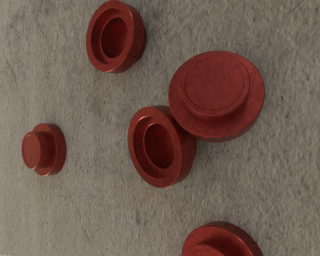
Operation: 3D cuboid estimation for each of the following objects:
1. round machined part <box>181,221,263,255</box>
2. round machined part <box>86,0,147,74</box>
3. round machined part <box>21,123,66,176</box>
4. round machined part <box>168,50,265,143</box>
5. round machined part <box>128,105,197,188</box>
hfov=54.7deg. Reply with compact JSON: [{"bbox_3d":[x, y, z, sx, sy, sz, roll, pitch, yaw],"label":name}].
[{"bbox_3d":[0.063,0.157,0.341,0.098,0.042,0.097,0,90,39],"label":"round machined part"},{"bbox_3d":[-0.058,-0.126,0.439,0.098,0.042,0.097,0,90,39],"label":"round machined part"},{"bbox_3d":[-0.219,0.040,0.571,0.098,0.042,0.097,0,90,39],"label":"round machined part"},{"bbox_3d":[0.056,-0.037,0.318,0.098,0.042,0.098,-4,72,11],"label":"round machined part"},{"bbox_3d":[0.006,0.020,0.378,0.098,0.042,0.097,15,110,47],"label":"round machined part"}]
